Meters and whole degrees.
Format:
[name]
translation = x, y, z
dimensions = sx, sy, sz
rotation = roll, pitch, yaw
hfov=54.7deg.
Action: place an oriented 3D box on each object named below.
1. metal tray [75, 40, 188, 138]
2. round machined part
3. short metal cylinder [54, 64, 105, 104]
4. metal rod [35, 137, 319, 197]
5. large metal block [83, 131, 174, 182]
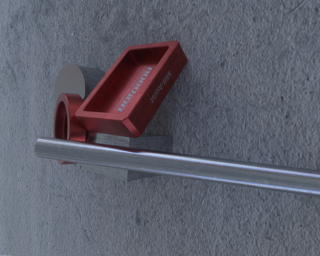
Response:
[metal tray]
translation = -0.033, -0.051, 0.379
dimensions = 0.090, 0.030, 0.130
rotation = 6, 54, 39
[round machined part]
translation = -0.117, 0.001, 0.431
dimensions = 0.098, 0.042, 0.097
rotation = -3, 86, 60
[short metal cylinder]
translation = -0.122, -0.057, 0.488
dimensions = 0.080, 0.050, 0.079
rotation = 0, 90, 39
[metal rod]
translation = 0.006, 0.037, 0.323
dimensions = 0.301, 0.025, 0.025
rotation = 6, 94, 15
[large metal block]
translation = -0.040, 0.032, 0.401
dimensions = 0.080, 0.081, 0.050
rotation = 6, 94, 39
